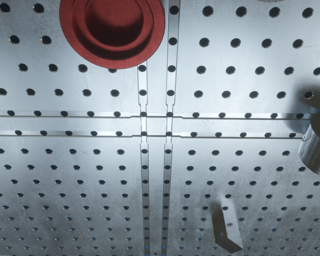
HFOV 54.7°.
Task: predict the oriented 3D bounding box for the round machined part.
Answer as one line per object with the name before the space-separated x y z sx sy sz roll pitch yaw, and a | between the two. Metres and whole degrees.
round machined part | -0.044 -0.111 0.305 0.099 0.042 0.097 0 130 0

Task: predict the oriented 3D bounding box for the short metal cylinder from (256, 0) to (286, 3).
short metal cylinder | 0.096 -0.156 0.263 0.081 0.050 0.079 0 130 0

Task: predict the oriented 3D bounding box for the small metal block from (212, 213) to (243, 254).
small metal block | 0.121 0.189 0.557 0.025 0.050 0.050 -34 123 25

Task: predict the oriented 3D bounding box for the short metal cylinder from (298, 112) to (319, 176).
short metal cylinder | 0.227 0.022 0.396 0.081 0.080 0.050 1 130 -1
